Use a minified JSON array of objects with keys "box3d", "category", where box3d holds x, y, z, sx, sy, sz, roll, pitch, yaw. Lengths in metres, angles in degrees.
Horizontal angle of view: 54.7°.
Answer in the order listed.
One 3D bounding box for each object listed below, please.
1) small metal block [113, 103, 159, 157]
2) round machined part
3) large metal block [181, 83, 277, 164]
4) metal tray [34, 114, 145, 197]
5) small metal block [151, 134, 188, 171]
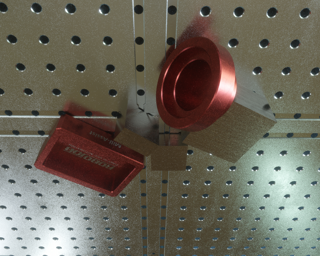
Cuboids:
[{"box3d":[-0.029,0.002,0.397,0.050,0.050,0.025,29,124,-23],"category":"small metal block"},{"box3d":[0.042,-0.044,0.332,0.042,0.098,0.097,13,131,-36],"category":"round machined part"},{"box3d":[0.081,-0.011,0.388,0.080,0.050,0.080,23,126,-19],"category":"large metal block"},{"box3d":[-0.099,0.044,0.444,0.131,0.030,0.090,27,125,-22],"category":"metal tray"},{"box3d":[0.012,0.035,0.442,0.050,0.025,0.050,0,130,-1],"category":"small metal block"}]
